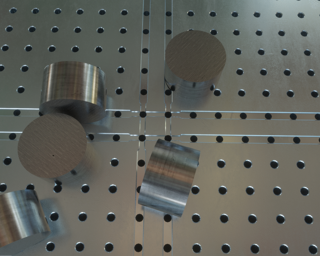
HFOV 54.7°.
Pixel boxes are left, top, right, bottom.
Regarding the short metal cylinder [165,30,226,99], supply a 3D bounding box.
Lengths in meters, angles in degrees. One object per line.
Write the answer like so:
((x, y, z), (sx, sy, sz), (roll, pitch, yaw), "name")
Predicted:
((0.047, -0.087, 0.431), (0.081, 0.050, 0.080), (0, 70, -1), "short metal cylinder")

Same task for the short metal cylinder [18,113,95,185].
((-0.126, 0.027, 0.387), (0.081, 0.050, 0.080), (0, 70, 0), "short metal cylinder")

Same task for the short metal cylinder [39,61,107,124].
((-0.109, -0.043, 0.397), (0.081, 0.080, 0.050), (-1, 70, -1), "short metal cylinder")

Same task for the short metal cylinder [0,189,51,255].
((-0.169, 0.109, 0.341), (0.080, 0.080, 0.050), (-25, 72, -9), "short metal cylinder")

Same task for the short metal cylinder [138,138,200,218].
((0.011, 0.058, 0.362), (0.050, 0.080, 0.080), (17, 71, 6), "short metal cylinder")
